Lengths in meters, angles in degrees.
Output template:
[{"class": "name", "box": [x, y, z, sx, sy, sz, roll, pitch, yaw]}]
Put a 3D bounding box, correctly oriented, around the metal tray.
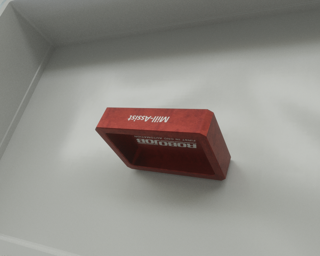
[{"class": "metal tray", "box": [0.004, 0.017, 0.347, 0.130, 0.090, 0.030, 3, 55, 29]}]
